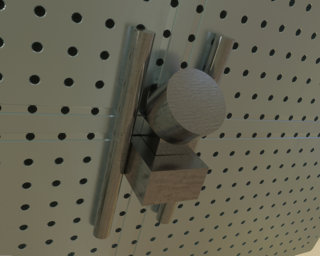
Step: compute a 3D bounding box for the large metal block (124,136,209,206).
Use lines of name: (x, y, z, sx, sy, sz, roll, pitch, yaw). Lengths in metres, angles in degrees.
large metal block: (0.003, 0.052, 0.406, 0.081, 0.080, 0.050, 1, 118, -29)

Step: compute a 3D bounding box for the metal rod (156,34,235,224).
metal rod: (0.044, 0.017, 0.446, 0.025, 0.025, 0.298, 2, 118, -29)

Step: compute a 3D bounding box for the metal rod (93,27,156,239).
metal rod: (-0.052, 0.025, 0.398, 0.025, 0.025, 0.298, 1, 118, -29)

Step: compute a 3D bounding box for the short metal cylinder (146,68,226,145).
short metal cylinder: (0.031, -0.024, 0.369, 0.081, 0.050, 0.080, 9, 70, -27)

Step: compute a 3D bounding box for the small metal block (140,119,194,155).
small metal block: (0.009, 0.011, 0.406, 0.050, 0.050, 0.025, 1, 118, -30)
